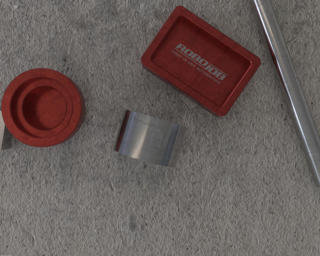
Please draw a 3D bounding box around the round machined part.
[{"bbox_3d":[-0.146,-0.025,0.400,0.099,0.042,0.097,0,90,0],"label":"round machined part"}]

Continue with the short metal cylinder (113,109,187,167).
[{"bbox_3d":[-0.012,0.012,0.382,0.080,0.080,0.050,16,90,0],"label":"short metal cylinder"}]

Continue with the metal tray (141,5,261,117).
[{"bbox_3d":[0.052,-0.085,0.407,0.130,0.030,0.090,34,90,0],"label":"metal tray"}]

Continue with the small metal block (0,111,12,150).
[{"bbox_3d":[-0.224,0.000,0.408,0.050,0.025,0.050,9,90,0],"label":"small metal block"}]

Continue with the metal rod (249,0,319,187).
[{"bbox_3d":[0.170,-0.066,0.411,0.025,0.025,0.299,-20,90,0],"label":"metal rod"}]
